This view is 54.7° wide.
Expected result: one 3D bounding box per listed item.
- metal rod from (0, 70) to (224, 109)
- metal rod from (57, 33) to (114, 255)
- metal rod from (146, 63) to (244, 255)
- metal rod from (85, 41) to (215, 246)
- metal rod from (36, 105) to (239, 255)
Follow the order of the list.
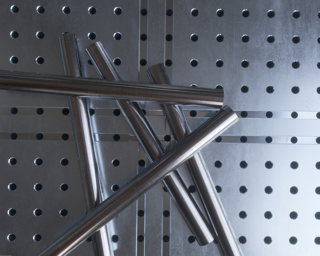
[{"bbox_3d":[-0.073,-0.049,0.388,0.302,0.025,0.025,5,90,-1],"label":"metal rod"},{"bbox_3d":[-0.099,0.025,0.411,0.025,0.025,0.298,-10,90,0],"label":"metal rod"},{"bbox_3d":[0.051,0.056,0.414,0.025,0.025,0.299,-23,90,0],"label":"metal rod"},{"bbox_3d":[-0.013,0.021,0.413,0.025,0.025,0.299,-30,90,0],"label":"metal rod"},{"bbox_3d":[-0.028,0.073,0.388,0.300,0.025,0.025,-38,90,-1],"label":"metal rod"}]
